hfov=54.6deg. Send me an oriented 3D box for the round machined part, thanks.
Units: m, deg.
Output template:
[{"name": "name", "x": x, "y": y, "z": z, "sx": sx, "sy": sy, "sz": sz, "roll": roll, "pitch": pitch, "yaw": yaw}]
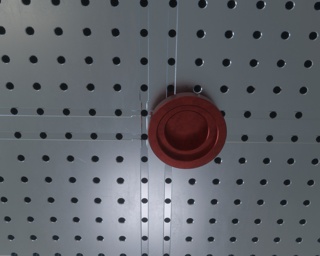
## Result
[{"name": "round machined part", "x": 0.034, "y": 0.001, "z": 0.405, "sx": 0.099, "sy": 0.042, "sz": 0.097, "roll": 0, "pitch": 110, "yaw": 0}]
